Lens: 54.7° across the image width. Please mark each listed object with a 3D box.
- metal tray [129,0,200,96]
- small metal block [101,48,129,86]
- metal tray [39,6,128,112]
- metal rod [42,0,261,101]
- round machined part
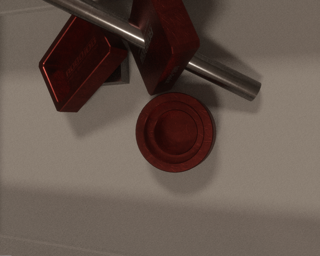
[{"bbox_3d":[-0.003,-0.101,0.357,0.030,0.130,0.090,-20,81,-16],"label":"metal tray"},{"bbox_3d":[-0.072,-0.087,0.435,0.050,0.025,0.050,-2,89,19],"label":"small metal block"},{"bbox_3d":[-0.109,-0.092,0.418,0.129,0.030,0.090,-40,67,31],"label":"metal tray"},{"bbox_3d":[-0.021,-0.107,0.364,0.301,0.025,0.025,25,99,-3],"label":"metal rod"},{"bbox_3d":[0.022,0.005,0.393,0.098,0.042,0.097,0,90,19],"label":"round machined part"}]
